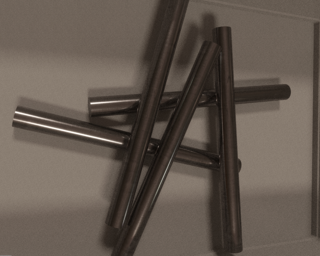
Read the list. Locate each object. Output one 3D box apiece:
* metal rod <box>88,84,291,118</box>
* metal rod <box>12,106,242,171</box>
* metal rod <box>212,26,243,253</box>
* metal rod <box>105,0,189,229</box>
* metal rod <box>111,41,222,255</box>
[{"bbox_3d":[0.055,-0.041,0.431,0.303,0.025,0.025,-6,92,-20],"label":"metal rod"},{"bbox_3d":[-0.026,0.021,0.401,0.302,0.025,0.025,14,85,-20],"label":"metal rod"},{"bbox_3d":[0.091,0.017,0.418,0.025,0.025,0.298,-4,92,-20],"label":"metal rod"},{"bbox_3d":[-0.013,-0.029,0.378,0.025,0.025,0.299,18,84,-20],"label":"metal rod"},{"bbox_3d":[0.007,0.033,0.386,0.025,0.025,0.299,24,88,-19],"label":"metal rod"}]
